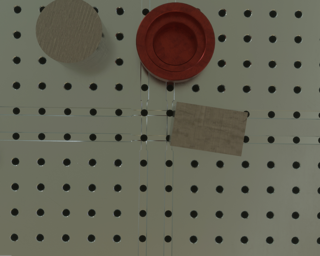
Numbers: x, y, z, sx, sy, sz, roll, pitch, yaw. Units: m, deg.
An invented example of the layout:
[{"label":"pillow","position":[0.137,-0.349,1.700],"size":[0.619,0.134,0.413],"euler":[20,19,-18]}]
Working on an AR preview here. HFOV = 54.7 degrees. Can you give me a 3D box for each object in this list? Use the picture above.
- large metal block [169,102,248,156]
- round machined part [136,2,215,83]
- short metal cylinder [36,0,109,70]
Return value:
[{"label":"large metal block","position":[0.055,0.001,0.386],"size":[0.080,0.080,0.050],"euler":[9,90,0]},{"label":"round machined part","position":[0.019,-0.108,0.405],"size":[0.099,0.042,0.097],"euler":[0,90,0]},{"label":"short metal cylinder","position":[-0.110,-0.118,0.400],"size":[0.081,0.050,0.080],"euler":[0,90,0]}]
